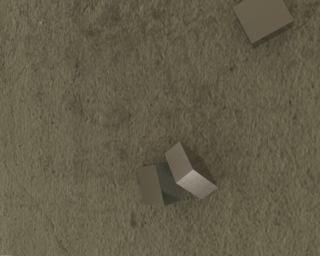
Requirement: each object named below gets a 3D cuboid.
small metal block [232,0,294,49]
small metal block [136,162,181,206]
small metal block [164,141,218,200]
[{"bbox_3d":[0.121,-0.131,0.366,0.050,0.025,0.050,-27,81,17],"label":"small metal block"},{"bbox_3d":[-0.003,0.071,0.396,0.050,0.025,0.050,-19,82,57],"label":"small metal block"},{"bbox_3d":[0.037,0.051,0.371,0.025,0.050,0.050,-42,37,15],"label":"small metal block"}]
